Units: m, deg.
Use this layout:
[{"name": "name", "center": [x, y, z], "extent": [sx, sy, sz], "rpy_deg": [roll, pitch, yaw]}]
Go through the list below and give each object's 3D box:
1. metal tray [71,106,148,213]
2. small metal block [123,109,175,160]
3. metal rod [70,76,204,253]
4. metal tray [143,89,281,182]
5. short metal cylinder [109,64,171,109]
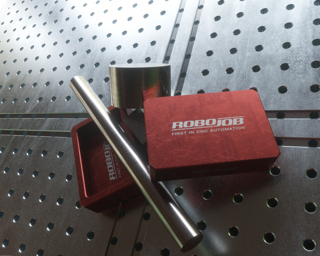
[{"name": "metal tray", "center": [-0.067, 0.035, 0.414], "extent": [0.090, 0.030, 0.130], "rpy_deg": [-28, 52, 10]}, {"name": "small metal block", "center": [-0.013, 0.008, 0.388], "extent": [0.025, 0.050, 0.050], "rpy_deg": [-42, 51, 0]}, {"name": "metal rod", "center": [-0.048, 0.019, 0.378], "extent": [0.025, 0.025, 0.300], "rpy_deg": [-41, 51, 0]}, {"name": "metal tray", "center": [0.051, 0.006, 0.337], "extent": [0.131, 0.030, 0.090], "rpy_deg": [-5, 56, -4]}, {"name": "short metal cylinder", "center": [-0.026, -0.058, 0.409], "extent": [0.080, 0.081, 0.050], "rpy_deg": [9, 108, 32]}]
